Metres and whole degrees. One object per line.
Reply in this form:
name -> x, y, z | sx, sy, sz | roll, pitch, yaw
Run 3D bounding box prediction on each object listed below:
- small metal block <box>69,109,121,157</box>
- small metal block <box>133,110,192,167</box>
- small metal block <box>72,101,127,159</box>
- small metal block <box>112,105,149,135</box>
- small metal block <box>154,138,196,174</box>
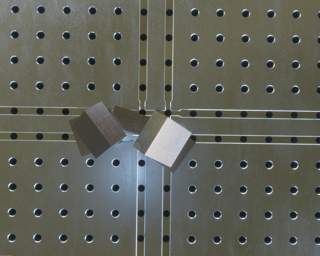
small metal block -> -0.086, 0.005, 0.412 | 0.050, 0.025, 0.050 | -19, 90, -1
small metal block -> 0.004, 0.014, 0.374 | 0.050, 0.025, 0.050 | 32, 89, -45
small metal block -> -0.074, 0.004, 0.372 | 0.025, 0.050, 0.050 | -37, 91, -39
small metal block -> -0.035, -0.008, 0.400 | 0.050, 0.050, 0.025 | 19, 90, -1
small metal block -> 0.012, 0.024, 0.414 | 0.050, 0.025, 0.050 | 36, 90, -1
